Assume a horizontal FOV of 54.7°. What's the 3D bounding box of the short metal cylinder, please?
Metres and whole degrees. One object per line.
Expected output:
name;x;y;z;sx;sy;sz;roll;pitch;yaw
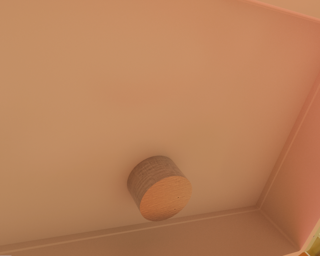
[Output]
short metal cylinder;-0.001;0.087;0.448;0.081;0.050;0.079;-14;125;-21
